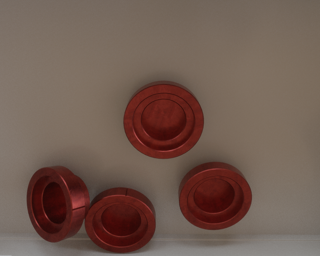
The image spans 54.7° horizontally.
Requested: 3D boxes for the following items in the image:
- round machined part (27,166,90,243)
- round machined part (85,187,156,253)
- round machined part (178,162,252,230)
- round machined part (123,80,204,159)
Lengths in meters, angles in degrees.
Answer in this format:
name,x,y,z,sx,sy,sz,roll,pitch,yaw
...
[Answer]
name,x,y,z,sx,sy,sz,roll,pitch,yaw
round machined part,-0.134,0.099,0.420,0.098,0.042,0.097,1,92,35
round machined part,-0.055,0.128,0.449,0.099,0.042,0.097,0,110,-1
round machined part,0.075,0.091,0.437,0.099,0.042,0.097,0,110,-1
round machined part,0.004,-0.013,0.398,0.099,0.042,0.097,0,110,-1
